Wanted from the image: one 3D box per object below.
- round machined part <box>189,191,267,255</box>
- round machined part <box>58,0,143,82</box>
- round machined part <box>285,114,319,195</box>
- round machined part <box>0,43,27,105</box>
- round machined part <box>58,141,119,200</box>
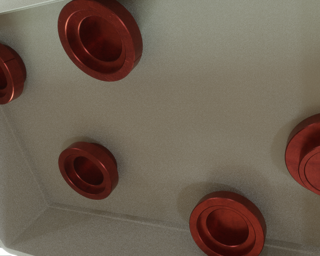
[{"bbox_3d":[0.093,0.129,0.419,0.098,0.042,0.097,8,109,23],"label":"round machined part"},{"bbox_3d":[-0.063,-0.106,0.357,0.098,0.042,0.097,16,135,17],"label":"round machined part"},{"bbox_3d":[0.183,0.035,0.323,0.098,0.042,0.097,13,124,20],"label":"round machined part"},{"bbox_3d":[-0.244,-0.088,0.469,0.098,0.042,0.097,13,124,20],"label":"round machined part"},{"bbox_3d":[-0.108,0.062,0.491,0.098,0.042,0.097,13,124,20],"label":"round machined part"}]
